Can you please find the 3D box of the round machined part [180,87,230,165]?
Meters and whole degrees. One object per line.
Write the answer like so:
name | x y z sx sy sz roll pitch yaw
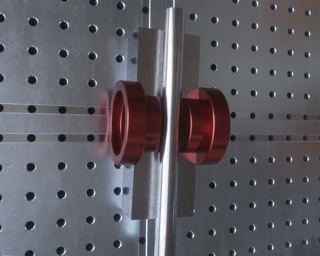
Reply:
round machined part | 0.047 -0.002 0.391 0.042 0.098 0.097 2 90 -15

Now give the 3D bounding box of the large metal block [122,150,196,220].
large metal block | -0.002 0.069 0.398 0.081 0.050 0.080 3 89 -20

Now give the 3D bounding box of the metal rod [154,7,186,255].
metal rod | 0.011 0.011 0.363 0.025 0.025 0.298 3 89 -20

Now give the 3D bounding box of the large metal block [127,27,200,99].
large metal block | 0.003 -0.078 0.400 0.081 0.050 0.080 2 89 -20

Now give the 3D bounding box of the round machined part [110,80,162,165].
round machined part | -0.029 -0.005 0.362 0.042 0.098 0.097 2 90 -20
